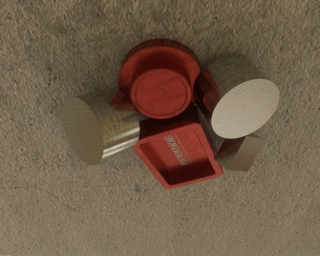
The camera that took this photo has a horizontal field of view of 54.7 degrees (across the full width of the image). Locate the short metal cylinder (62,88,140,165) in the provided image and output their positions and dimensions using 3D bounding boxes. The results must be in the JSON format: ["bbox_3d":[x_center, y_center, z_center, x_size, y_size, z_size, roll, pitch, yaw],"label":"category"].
[{"bbox_3d":[-0.070,-0.003,0.361,0.050,0.080,0.079,-23,146,-41],"label":"short metal cylinder"}]

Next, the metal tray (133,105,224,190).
[{"bbox_3d":[0.026,0.032,0.418,0.090,0.030,0.130,-17,138,14],"label":"metal tray"}]

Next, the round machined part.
[{"bbox_3d":[0.001,-0.049,0.357,0.099,0.042,0.097,0,130,0],"label":"round machined part"}]

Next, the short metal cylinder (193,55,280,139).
[{"bbox_3d":[0.085,-0.034,0.350,0.081,0.050,0.079,-12,134,-13],"label":"short metal cylinder"}]

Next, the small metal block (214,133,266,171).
[{"bbox_3d":[0.106,0.029,0.411,0.050,0.025,0.050,11,110,-44],"label":"small metal block"}]
